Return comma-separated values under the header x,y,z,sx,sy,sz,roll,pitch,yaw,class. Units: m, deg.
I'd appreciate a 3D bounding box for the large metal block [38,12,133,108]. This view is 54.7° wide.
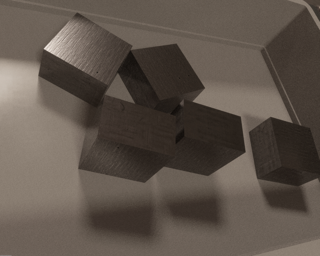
x,y,z,sx,sy,sz,roll,pitch,yaw,class
-0.093,-0.086,0.393,0.080,0.050,0.080,30,52,-10,large metal block

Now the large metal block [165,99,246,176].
x,y,z,sx,sy,sz,roll,pitch,yaw,class
0.046,0.016,0.387,0.081,0.080,0.050,15,56,-20,large metal block

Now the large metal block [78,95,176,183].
x,y,z,sx,sy,sz,roll,pitch,yaw,class
-0.037,0.016,0.342,0.081,0.080,0.050,16,55,-20,large metal block

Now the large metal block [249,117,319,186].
x,y,z,sx,sy,sz,roll,pitch,yaw,class
0.190,0.038,0.472,0.081,0.050,0.080,13,56,-21,large metal block

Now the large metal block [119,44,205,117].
x,y,z,sx,sy,sz,roll,pitch,yaw,class
0.002,-0.066,0.432,0.081,0.050,0.080,-19,72,-36,large metal block
